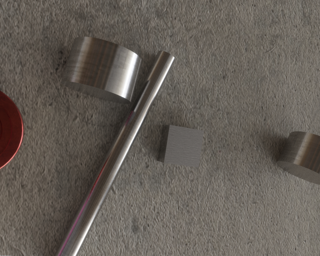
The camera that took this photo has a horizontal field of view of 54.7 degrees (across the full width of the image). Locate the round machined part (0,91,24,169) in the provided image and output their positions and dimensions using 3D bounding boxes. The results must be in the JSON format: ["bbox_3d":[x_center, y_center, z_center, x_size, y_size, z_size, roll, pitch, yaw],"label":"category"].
[{"bbox_3d":[-0.197,0.002,0.327,0.099,0.042,0.097,0,90,-20],"label":"round machined part"}]

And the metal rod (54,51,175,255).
[{"bbox_3d":[-0.056,0.037,0.388,0.025,0.025,0.299,29,80,-18],"label":"metal rod"}]

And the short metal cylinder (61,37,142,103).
[{"bbox_3d":[-0.066,-0.064,0.355,0.081,0.080,0.050,17,85,-19],"label":"short metal cylinder"}]

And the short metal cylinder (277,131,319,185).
[{"bbox_3d":[0.224,0.046,0.462,0.080,0.080,0.050,31,80,-18],"label":"short metal cylinder"}]

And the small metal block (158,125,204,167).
[{"bbox_3d":[0.028,0.024,0.419,0.050,0.025,0.050,10,87,-20],"label":"small metal block"}]
